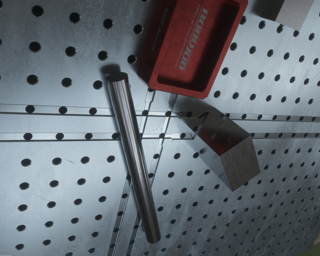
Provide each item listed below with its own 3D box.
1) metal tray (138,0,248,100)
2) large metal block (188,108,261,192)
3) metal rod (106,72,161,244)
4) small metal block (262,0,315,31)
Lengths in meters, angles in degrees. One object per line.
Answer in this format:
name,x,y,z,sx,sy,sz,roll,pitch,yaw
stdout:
metal tray,0.038,-0.104,0.365,0.091,0.030,0.129,7,115,-32
large metal block,0.093,0.031,0.448,0.050,0.080,0.080,-33,129,-7
metal rod,-0.030,0.063,0.435,0.025,0.025,0.298,-21,127,-16
small metal block,0.170,-0.161,0.407,0.050,0.025,0.050,6,115,-32
